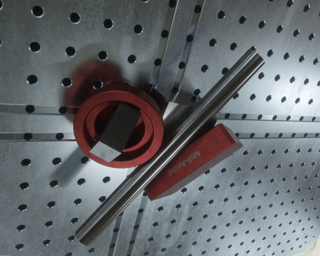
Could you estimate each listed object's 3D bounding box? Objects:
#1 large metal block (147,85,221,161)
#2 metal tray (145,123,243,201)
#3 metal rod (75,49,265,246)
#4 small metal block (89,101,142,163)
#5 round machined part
[{"bbox_3d":[0.019,-0.002,0.405,0.081,0.050,0.079,9,114,-33],"label":"large metal block"},{"bbox_3d":[0.046,0.047,0.421,0.130,0.030,0.090,-37,163,13],"label":"metal tray"},{"bbox_3d":[0.009,0.026,0.369,0.300,0.025,0.025,-47,130,4],"label":"metal rod"},{"bbox_3d":[-0.049,0.006,0.337,0.025,0.050,0.050,31,63,-13],"label":"small metal block"},{"bbox_3d":[-0.045,-0.005,0.357,0.099,0.042,0.097,0,118,0],"label":"round machined part"}]
